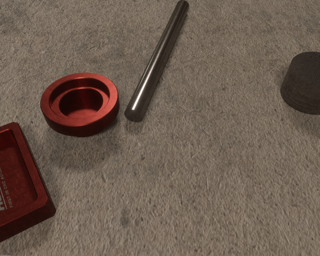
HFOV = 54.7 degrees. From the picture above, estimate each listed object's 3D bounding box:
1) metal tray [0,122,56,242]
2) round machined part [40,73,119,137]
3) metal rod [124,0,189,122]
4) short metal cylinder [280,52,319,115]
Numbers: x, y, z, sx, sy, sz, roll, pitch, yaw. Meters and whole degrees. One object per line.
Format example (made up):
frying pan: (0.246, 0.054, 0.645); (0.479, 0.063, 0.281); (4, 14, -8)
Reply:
metal tray: (-0.184, 0.060, 0.347); (0.091, 0.030, 0.130); (-25, 54, -20)
round machined part: (-0.103, -0.026, 0.413); (0.099, 0.042, 0.098); (0, 50, 0)
metal rod: (0.004, -0.127, 0.509); (0.025, 0.025, 0.300); (12, 51, 10)
short metal cylinder: (0.221, -0.065, 0.444); (0.081, 0.050, 0.080); (0, 50, 0)
